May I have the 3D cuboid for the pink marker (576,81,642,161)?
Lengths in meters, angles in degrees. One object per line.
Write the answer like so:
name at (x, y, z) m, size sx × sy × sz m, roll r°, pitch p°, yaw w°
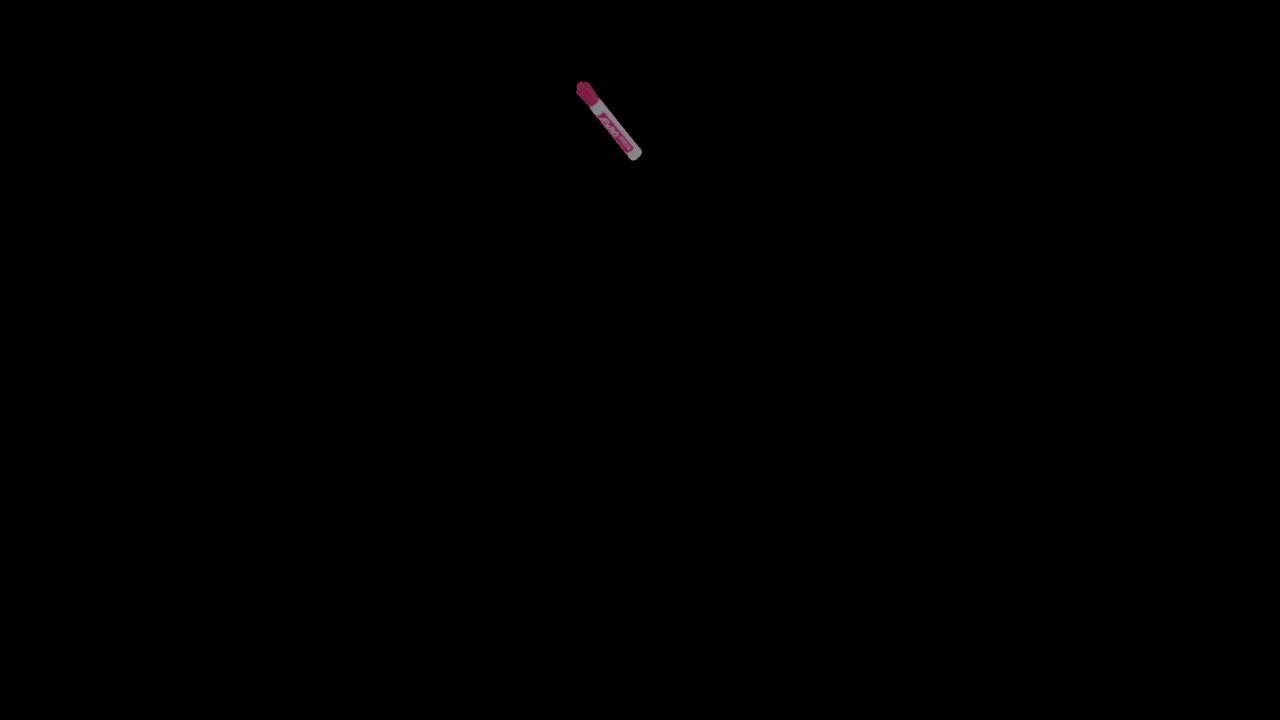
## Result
pink marker at (-0.038, -0.296, 0.762) m, size 0.020 × 0.020 × 0.121 m, roll 0°, pitch -28°, yaw 38°
